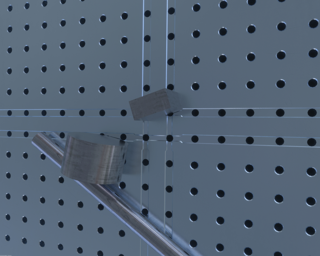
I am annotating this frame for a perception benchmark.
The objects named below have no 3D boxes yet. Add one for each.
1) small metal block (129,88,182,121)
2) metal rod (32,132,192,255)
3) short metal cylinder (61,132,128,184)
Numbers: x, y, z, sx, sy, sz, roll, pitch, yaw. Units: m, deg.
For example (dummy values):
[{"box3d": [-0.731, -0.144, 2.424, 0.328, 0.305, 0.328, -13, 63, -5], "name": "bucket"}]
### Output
[{"box3d": [-0.004, -0.029, 0.401, 0.050, 0.050, 0.025, -18, 84, 19], "name": "small metal block"}, {"box3d": [-0.070, 0.101, 0.437, 0.300, 0.025, 0.025, 36, 102, 16], "name": "metal rod"}, {"box3d": [-0.087, 0.038, 0.414, 0.080, 0.080, 0.050, 13, 95, 19], "name": "short metal cylinder"}]
